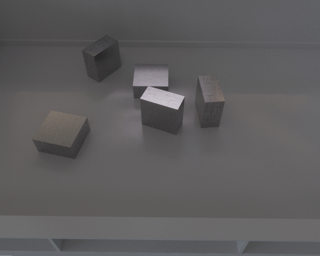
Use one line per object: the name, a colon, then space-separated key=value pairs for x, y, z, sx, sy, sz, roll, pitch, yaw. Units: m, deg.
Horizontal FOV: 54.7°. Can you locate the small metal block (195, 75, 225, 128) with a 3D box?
small metal block: x=0.066 y=-0.036 z=0.419 sx=0.025 sy=0.050 sz=0.050 roll=-4 pitch=50 yaw=-3

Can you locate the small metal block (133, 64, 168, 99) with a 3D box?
small metal block: x=-0.013 y=-0.070 z=0.464 sx=0.050 sy=0.025 sz=0.050 roll=1 pitch=50 yaw=0

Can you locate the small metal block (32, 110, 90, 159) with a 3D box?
small metal block: x=-0.125 y=0.008 z=0.397 sx=0.050 sy=0.025 sz=0.050 roll=11 pitch=51 yaw=9

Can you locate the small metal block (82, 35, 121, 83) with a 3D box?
small metal block: x=-0.088 y=-0.107 z=0.478 sx=0.025 sy=0.050 sz=0.050 roll=31 pitch=57 yaw=23

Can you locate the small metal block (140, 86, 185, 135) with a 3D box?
small metal block: x=0.003 y=-0.022 z=0.408 sx=0.050 sy=0.050 sz=0.025 roll=18 pitch=52 yaw=14
